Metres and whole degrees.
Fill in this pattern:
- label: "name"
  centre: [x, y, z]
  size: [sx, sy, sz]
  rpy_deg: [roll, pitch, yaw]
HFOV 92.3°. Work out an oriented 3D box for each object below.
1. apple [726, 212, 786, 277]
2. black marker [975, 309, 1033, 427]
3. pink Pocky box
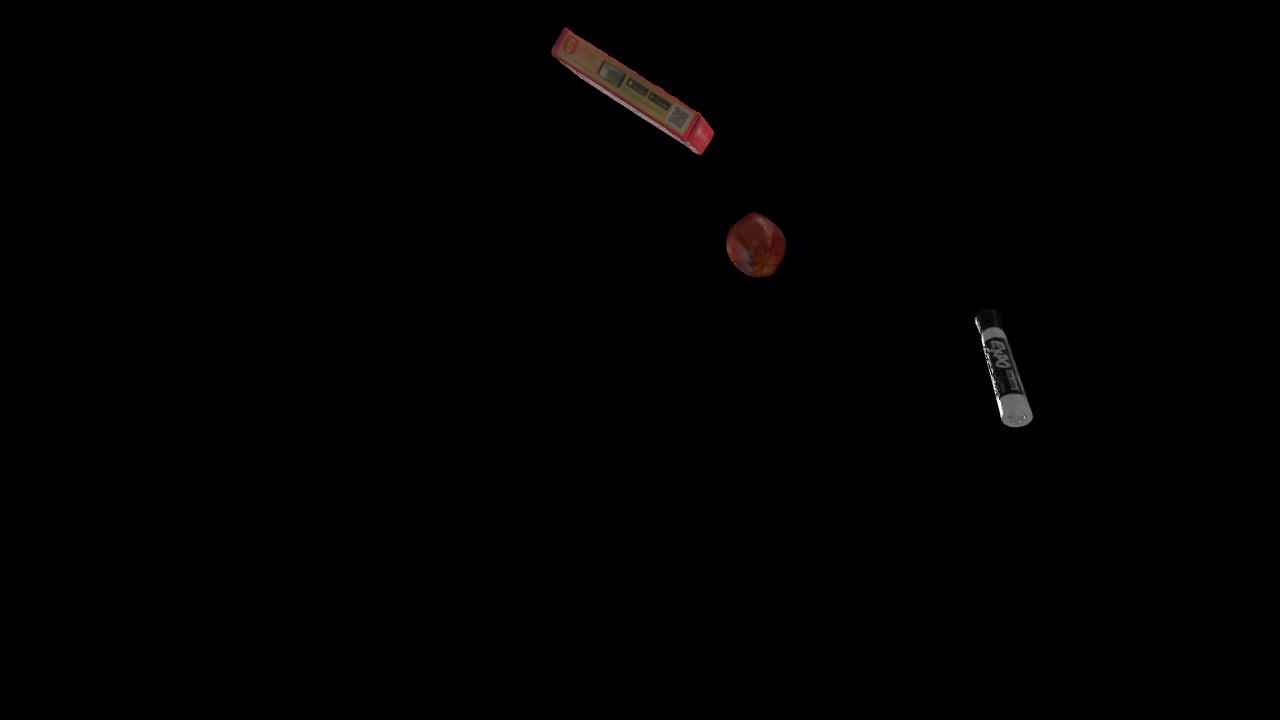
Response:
- label: "apple"
  centre: [0.158, -0.153, 0.832]
  size: [0.079, 0.079, 0.093]
  rpy_deg: [0, 41, -13]
- label: "black marker"
  centre: [0.271, 0.001, 0.463]
  size: [0.020, 0.020, 0.121]
  rpy_deg: [0, 41, 18]
- label: "pink Pocky box"
  centre: [-0.003, -0.253, 0.588]
  size: [0.155, 0.029, 0.084]
  rpy_deg: [36, 16, 7]
